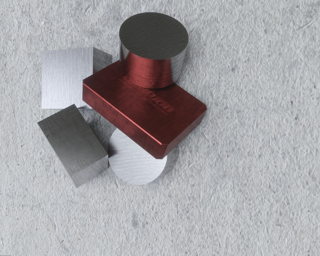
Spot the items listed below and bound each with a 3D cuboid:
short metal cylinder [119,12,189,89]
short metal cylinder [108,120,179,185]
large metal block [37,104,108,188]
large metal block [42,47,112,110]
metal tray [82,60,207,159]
[{"bbox_3d":[-0.009,-0.095,0.379,0.081,0.050,0.080,3,57,-5],"label":"short metal cylinder"},{"bbox_3d":[-0.020,0.030,0.405,0.080,0.050,0.080,0,90,20],"label":"short metal cylinder"},{"bbox_3d":[-0.113,0.027,0.413,0.050,0.080,0.080,-32,78,-19],"label":"large metal block"},{"bbox_3d":[-0.116,-0.066,0.436,0.080,0.050,0.080,1,90,20],"label":"large metal block"},{"bbox_3d":[-0.020,-0.032,0.384,0.130,0.091,0.030,37,142,16],"label":"metal tray"}]
